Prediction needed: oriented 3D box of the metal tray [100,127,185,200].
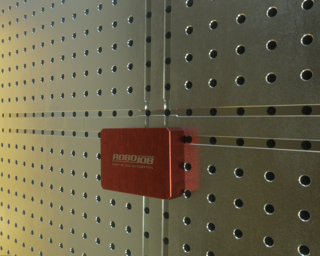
[{"bbox_3d":[-0.028,0.044,0.427,0.130,0.030,0.089,-1,89,39],"label":"metal tray"}]
